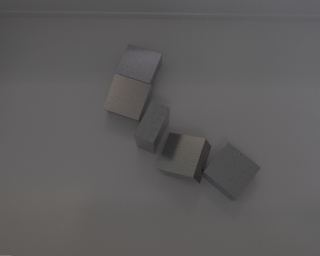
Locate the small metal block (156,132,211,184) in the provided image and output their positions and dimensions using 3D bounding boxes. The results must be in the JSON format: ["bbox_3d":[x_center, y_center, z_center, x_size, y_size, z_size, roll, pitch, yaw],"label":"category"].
[{"bbox_3d":[0.030,0.037,0.386,0.050,0.025,0.050,9,68,30],"label":"small metal block"}]

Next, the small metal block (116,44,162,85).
[{"bbox_3d":[-0.029,-0.085,0.441,0.050,0.025,0.050,19,71,6],"label":"small metal block"}]

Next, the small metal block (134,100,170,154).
[{"bbox_3d":[-0.009,0.000,0.396,0.025,0.050,0.050,22,72,8],"label":"small metal block"}]

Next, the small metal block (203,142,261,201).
[{"bbox_3d":[0.088,0.055,0.390,0.050,0.025,0.050,39,74,13],"label":"small metal block"}]

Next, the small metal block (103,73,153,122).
[{"bbox_3d":[-0.042,-0.040,0.418,0.050,0.025,0.050,19,86,6],"label":"small metal block"}]
